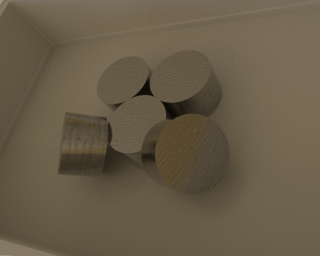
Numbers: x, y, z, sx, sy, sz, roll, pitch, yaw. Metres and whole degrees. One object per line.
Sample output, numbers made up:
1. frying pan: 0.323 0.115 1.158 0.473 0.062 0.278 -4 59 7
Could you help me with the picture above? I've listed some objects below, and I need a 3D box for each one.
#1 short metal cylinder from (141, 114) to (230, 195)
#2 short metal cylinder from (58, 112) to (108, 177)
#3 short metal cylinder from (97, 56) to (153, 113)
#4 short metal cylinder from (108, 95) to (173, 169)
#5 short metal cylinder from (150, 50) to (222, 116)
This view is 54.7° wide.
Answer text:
1. short metal cylinder: 0.026 0.027 0.329 0.080 0.080 0.050 -58 14 -13
2. short metal cylinder: -0.101 0.022 0.399 0.050 0.080 0.080 7 54 -19
3. short metal cylinder: -0.041 -0.055 0.440 0.080 0.050 0.080 -13 56 20
4. short metal cylinder: -0.019 0.006 0.391 0.080 0.050 0.080 -13 56 20
5. short metal cylinder: 0.034 -0.053 0.402 0.080 0.050 0.080 -13 56 20
